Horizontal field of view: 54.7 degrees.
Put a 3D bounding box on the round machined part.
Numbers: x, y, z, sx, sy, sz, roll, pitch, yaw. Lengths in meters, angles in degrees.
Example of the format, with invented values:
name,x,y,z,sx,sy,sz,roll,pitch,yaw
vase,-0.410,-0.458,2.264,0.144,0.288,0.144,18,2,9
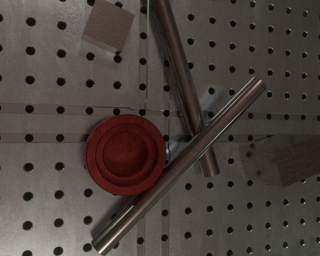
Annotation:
name,x,y,z,sx,sy,sz,roll,pitch,yaw
round machined part,-0.045,0.032,0.388,0.099,0.042,0.097,0,90,-21

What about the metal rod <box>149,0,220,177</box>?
name,x,y,z,sx,sy,sz,roll,pitch,yaw
metal rod,0.029,-0.076,0.424,0.025,0.025,0.298,-20,97,-19

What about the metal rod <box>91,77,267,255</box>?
name,x,y,z,sx,sy,sz,roll,pitch,yaw
metal rod,0.029,0.045,0.403,0.300,0.025,0.025,-45,105,-7

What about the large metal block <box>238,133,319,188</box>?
name,x,y,z,sx,sy,sz,roll,pitch,yaw
large metal block,0.176,0.043,0.450,0.081,0.080,0.050,-17,96,-20

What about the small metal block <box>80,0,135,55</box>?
name,x,y,z,sx,sy,sz,roll,pitch,yaw
small metal block,-0.066,-0.127,0.389,0.050,0.025,0.050,21,83,-19
